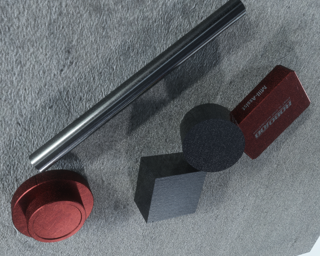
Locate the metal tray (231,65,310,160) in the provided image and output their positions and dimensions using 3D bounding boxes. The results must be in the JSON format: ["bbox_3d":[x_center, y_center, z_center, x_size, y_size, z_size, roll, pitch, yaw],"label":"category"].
[{"bbox_3d":[0.165,-0.022,0.483,0.130,0.030,0.090,-46,130,4],"label":"metal tray"}]

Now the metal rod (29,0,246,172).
[{"bbox_3d":[-0.024,-0.052,0.362,0.301,0.025,0.025,-38,130,-3],"label":"metal rod"}]

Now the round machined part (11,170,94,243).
[{"bbox_3d":[-0.132,0.104,0.389,0.099,0.042,0.097,-14,125,-21],"label":"round machined part"}]

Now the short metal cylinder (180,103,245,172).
[{"bbox_3d":[0.069,0.013,0.419,0.081,0.050,0.079,-1,117,-1],"label":"short metal cylinder"}]

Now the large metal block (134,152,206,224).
[{"bbox_3d":[0.013,0.085,0.452,0.081,0.050,0.079,-4,121,-27],"label":"large metal block"}]
